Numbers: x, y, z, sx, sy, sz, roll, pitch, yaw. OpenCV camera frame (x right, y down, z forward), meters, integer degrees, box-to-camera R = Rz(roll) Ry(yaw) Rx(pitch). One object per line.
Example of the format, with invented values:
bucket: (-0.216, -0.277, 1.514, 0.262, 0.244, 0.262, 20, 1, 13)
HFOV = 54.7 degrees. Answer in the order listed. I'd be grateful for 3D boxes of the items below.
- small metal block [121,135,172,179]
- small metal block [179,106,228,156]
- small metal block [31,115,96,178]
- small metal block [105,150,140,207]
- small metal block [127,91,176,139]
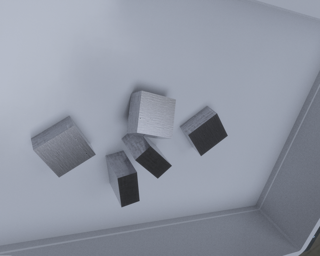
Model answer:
small metal block: (-0.018, 0.032, 0.404, 0.025, 0.050, 0.050, -43, 130, 1)
small metal block: (0.064, 0.005, 0.449, 0.050, 0.025, 0.050, -37, 130, -4)
small metal block: (-0.112, 0.022, 0.362, 0.050, 0.025, 0.050, -33, 129, -8)
small metal block: (-0.049, 0.066, 0.408, 0.025, 0.050, 0.050, -16, 125, -20)
small metal block: (-0.010, -0.015, 0.381, 0.050, 0.025, 0.050, 11, 80, -33)
